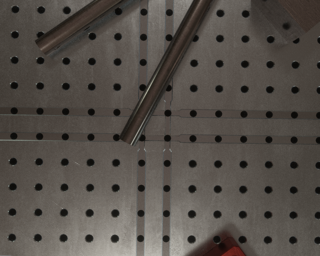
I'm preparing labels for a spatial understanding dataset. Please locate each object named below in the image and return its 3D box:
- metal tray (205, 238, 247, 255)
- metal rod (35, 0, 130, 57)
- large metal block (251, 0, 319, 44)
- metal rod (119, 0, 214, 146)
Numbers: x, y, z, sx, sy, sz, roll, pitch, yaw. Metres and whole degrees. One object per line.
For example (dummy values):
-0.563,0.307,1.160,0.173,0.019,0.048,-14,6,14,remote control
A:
0.073,0.222,0.411,0.130,0.030,0.090,-36,90,-1,metal tray
-0.034,-0.191,0.412,0.301,0.025,0.025,-35,90,-1,metal rod
0.183,-0.172,0.403,0.080,0.050,0.080,-41,91,0,large metal block
0.027,-0.113,0.413,0.025,0.025,0.299,28,90,-1,metal rod
